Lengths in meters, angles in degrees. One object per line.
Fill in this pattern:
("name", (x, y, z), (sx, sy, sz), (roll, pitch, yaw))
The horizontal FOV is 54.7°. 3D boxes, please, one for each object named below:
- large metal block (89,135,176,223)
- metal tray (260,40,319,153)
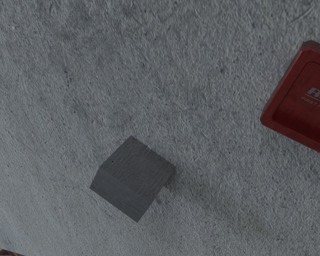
("large metal block", (-0.036, 0.069, 0.433), (0.080, 0.080, 0.050), (35, 129, 5))
("metal tray", (0.178, -0.016, 0.299), (0.130, 0.030, 0.089), (28, 128, 10))
